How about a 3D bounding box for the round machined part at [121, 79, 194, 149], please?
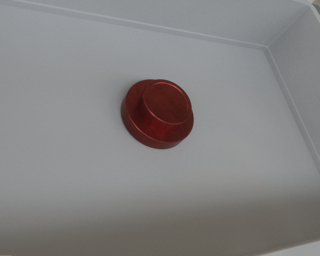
[{"bbox_3d":[0.002,-0.025,0.407,0.099,0.042,0.098,13,56,-21],"label":"round machined part"}]
